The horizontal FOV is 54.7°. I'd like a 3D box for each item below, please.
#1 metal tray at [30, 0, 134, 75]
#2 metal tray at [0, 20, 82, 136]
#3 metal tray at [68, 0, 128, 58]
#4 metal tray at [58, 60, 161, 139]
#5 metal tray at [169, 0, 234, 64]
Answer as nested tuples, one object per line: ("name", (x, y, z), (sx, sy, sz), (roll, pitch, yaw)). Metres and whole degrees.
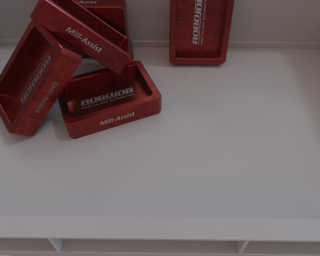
("metal tray", (-0.099, -0.133, 0.423), (0.131, 0.030, 0.090), (31, 23, -23))
("metal tray", (-0.165, -0.065, 0.402), (0.129, 0.030, 0.090), (-52, 58, 15))
("metal tray", (-0.118, -0.158, 0.493), (0.131, 0.089, 0.030), (1, 49, 0))
("metal tray", (-0.074, -0.044, 0.438), (0.131, 0.030, 0.090), (-18, 52, -15))
("metal tray", (0.060, -0.163, 0.471), (0.091, 0.129, 0.030), (0, 38, 0))
